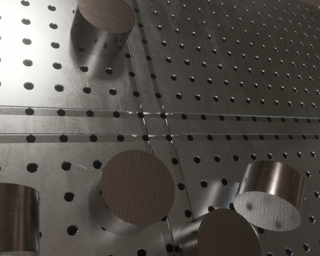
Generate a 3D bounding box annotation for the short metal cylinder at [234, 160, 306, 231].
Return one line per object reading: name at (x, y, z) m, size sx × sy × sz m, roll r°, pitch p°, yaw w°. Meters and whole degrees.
short metal cylinder at (0.141, 0.087, 0.398) m, size 0.080 × 0.080 × 0.050 m, roll 36°, pitch 51°, yaw -5°

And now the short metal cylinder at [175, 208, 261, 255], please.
short metal cylinder at (0.064, 0.136, 0.345) m, size 0.081 × 0.050 × 0.080 m, roll 14°, pitch 56°, yaw -21°

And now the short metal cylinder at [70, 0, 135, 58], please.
short metal cylinder at (-0.082, -0.148, 0.439) m, size 0.081 × 0.050 × 0.080 m, roll 14°, pitch 56°, yaw -21°

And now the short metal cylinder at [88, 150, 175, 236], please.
short metal cylinder at (-0.031, 0.070, 0.334) m, size 0.081 × 0.050 × 0.080 m, roll 14°, pitch 56°, yaw -21°

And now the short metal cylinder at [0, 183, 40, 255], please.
short metal cylinder at (-0.140, 0.081, 0.249) m, size 0.081 × 0.080 × 0.050 m, roll 3°, pitch 60°, yaw -27°
